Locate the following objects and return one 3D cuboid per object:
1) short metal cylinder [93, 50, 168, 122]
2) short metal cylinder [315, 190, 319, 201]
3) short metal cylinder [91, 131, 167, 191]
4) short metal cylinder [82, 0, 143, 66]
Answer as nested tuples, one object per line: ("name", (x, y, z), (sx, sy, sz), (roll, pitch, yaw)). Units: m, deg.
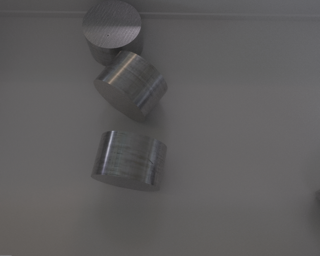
("short metal cylinder", (-0.038, -0.053, 0.399), (0.080, 0.080, 0.050), (33, 74, 11))
("short metal cylinder", (0.229, 0.080, 0.353), (0.080, 0.080, 0.050), (-22, 72, -8))
("short metal cylinder", (-0.035, 0.041, 0.365), (0.080, 0.080, 0.050), (10, 71, 3))
("short metal cylinder", (-0.066, -0.134, 0.445), (0.081, 0.050, 0.080), (0, 70, 0))
